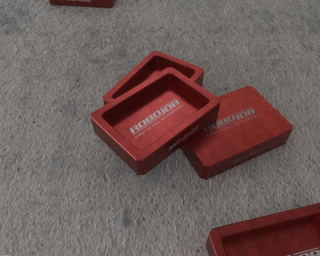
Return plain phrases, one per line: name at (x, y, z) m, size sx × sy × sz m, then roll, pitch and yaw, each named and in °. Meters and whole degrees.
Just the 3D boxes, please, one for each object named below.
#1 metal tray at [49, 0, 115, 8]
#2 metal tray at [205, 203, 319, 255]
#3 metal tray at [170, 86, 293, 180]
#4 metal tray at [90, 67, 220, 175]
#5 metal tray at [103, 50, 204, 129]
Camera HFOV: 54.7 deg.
metal tray at (-0.155, -0.288, 0.640) m, size 0.131 × 0.030 × 0.090 m, roll 4°, pitch 50°, yaw 3°
metal tray at (0.120, 0.129, 0.291) m, size 0.131 × 0.030 × 0.090 m, roll -10°, pitch 51°, yaw -9°
metal tray at (0.089, 0.001, 0.399) m, size 0.131 × 0.030 × 0.090 m, roll -21°, pitch 53°, yaw -17°
metal tray at (-0.003, -0.014, 0.371) m, size 0.131 × 0.030 × 0.090 m, roll -35°, pitch 59°, yaw -26°
metal tray at (-0.006, -0.053, 0.444) m, size 0.090 × 0.030 × 0.131 m, roll 26°, pitch 55°, yaw 20°
